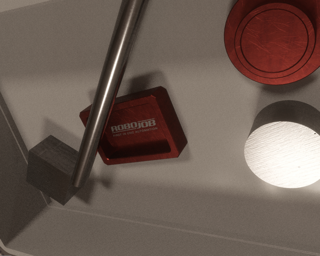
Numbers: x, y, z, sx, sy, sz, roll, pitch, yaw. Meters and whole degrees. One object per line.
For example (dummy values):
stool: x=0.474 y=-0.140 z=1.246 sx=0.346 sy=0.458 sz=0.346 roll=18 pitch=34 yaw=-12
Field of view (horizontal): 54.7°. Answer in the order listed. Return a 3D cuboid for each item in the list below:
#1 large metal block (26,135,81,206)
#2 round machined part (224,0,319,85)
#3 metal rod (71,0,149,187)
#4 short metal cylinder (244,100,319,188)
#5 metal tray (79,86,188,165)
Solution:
large metal block: x=-0.175 y=0.072 z=0.526 sx=0.080 sy=0.050 sz=0.079 roll=30 pitch=128 yaw=8
round machined part: x=0.108 y=-0.085 z=0.288 sx=0.098 sy=0.042 sz=0.097 roll=13 pitch=124 yaw=20
metal rod: x=-0.073 y=-0.026 z=0.390 sx=0.025 sy=0.025 sz=0.298 roll=31 pitch=127 yaw=7
short metal cylinder: x=0.136 y=0.017 z=0.331 sx=0.080 sy=0.050 sz=0.079 roll=13 pitch=124 yaw=20
metal tray: x=-0.038 y=0.001 z=0.424 sx=0.130 sy=0.030 sz=0.090 roll=-10 pitch=114 yaw=32
